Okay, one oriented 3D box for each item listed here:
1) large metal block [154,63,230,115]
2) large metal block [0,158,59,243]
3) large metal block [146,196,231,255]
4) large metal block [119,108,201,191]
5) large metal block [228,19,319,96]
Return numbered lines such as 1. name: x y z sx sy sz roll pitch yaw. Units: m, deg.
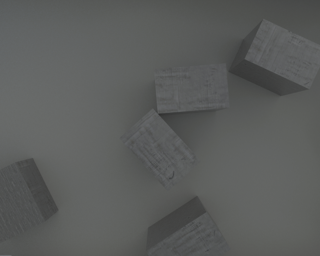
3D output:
1. large metal block: 0.035 -0.044 0.384 0.081 0.080 0.050 -5 90 -1
2. large metal block: -0.192 0.094 0.396 0.080 0.050 0.080 -26 90 -1
3. large metal block: 0.032 0.136 0.384 0.080 0.080 0.050 -33 90 0
4. large metal block: 0.000 0.024 0.384 0.050 0.080 0.080 -42 91 0
5. large metal block: 0.141 -0.083 0.386 0.080 0.080 0.050 25 90 -1
